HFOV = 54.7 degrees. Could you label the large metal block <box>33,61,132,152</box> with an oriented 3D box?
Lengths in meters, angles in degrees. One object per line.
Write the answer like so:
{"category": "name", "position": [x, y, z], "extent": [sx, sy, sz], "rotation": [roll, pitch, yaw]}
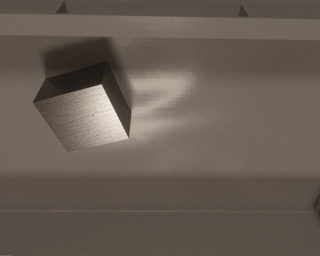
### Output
{"category": "large metal block", "position": [-0.088, -0.024, 0.371], "extent": [0.080, 0.050, 0.080], "rotation": [-13, 129, 10]}

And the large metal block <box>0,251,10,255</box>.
{"category": "large metal block", "position": [-0.372, 0.281, 0.629], "extent": [0.080, 0.050, 0.080], "rotation": [-37, 121, 27]}
